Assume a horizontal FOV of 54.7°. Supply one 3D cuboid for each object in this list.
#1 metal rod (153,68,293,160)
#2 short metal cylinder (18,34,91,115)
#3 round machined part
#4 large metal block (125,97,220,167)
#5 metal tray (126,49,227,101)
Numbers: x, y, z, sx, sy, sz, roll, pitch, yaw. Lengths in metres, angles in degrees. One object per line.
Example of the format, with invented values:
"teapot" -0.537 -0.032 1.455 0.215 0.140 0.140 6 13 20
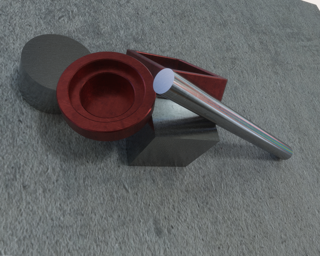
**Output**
"metal rod" 0.101 -0.002 0.387 0.301 0.025 0.025 23 49 -45
"short metal cylinder" -0.121 -0.062 0.363 0.081 0.050 0.080 14 56 -21
"round machined part" -0.055 -0.030 0.327 0.099 0.042 0.098 3 62 -5
"large metal block" 0.011 0.009 0.372 0.081 0.080 0.050 4 60 -26
"metal tray" 0.014 -0.070 0.406 0.091 0.030 0.130 4 20 -26
